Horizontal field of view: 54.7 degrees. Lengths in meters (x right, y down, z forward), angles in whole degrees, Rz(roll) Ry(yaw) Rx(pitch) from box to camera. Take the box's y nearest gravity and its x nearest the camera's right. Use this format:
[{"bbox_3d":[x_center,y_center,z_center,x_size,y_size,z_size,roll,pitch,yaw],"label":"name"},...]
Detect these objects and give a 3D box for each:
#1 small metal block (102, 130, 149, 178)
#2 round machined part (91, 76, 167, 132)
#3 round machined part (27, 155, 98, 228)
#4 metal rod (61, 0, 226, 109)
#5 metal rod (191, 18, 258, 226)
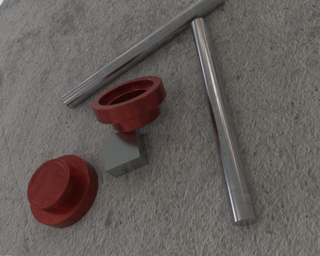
[{"bbox_3d":[-0.047,0.031,0.409,0.050,0.025,0.050,-24,53,13],"label":"small metal block"},{"bbox_3d":[-0.038,-0.030,0.413,0.098,0.042,0.098,-16,25,8],"label":"round machined part"},{"bbox_3d":[-0.136,0.080,0.415,0.098,0.042,0.098,-13,56,21],"label":"round machined part"},{"bbox_3d":[-0.029,-0.124,0.495,0.300,0.025,0.025,-34,52,5],"label":"metal rod"},{"bbox_3d":[0.071,-0.032,0.385,0.025,0.025,0.299,-18,55,18],"label":"metal rod"}]
